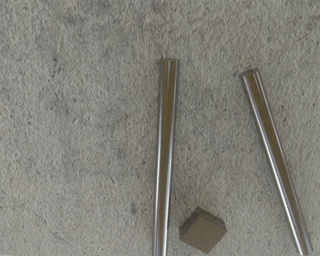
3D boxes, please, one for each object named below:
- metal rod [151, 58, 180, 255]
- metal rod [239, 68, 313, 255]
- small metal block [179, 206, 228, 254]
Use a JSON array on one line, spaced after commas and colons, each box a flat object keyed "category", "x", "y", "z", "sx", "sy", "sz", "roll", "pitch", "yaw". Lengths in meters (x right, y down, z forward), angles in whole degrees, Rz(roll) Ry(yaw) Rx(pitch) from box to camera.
[{"category": "metal rod", "x": 0.006, "y": 0.056, "z": 0.430, "sx": 0.025, "sy": 0.025, "sz": 0.298, "roll": 2, "pitch": 110, "yaw": -1}, {"category": "metal rod", "x": 0.168, "y": 0.060, "z": 0.434, "sx": 0.025, "sy": 0.025, "sz": 0.299, "roll": -21, "pitch": 109, "yaw": 7}, {"category": "small metal block", "x": 0.064, "y": 0.155, "z": 0.468, "sx": 0.050, "sy": 0.025, "sz": 0.050, "roll": 32, "pitch": 107, "yaw": -12}]
